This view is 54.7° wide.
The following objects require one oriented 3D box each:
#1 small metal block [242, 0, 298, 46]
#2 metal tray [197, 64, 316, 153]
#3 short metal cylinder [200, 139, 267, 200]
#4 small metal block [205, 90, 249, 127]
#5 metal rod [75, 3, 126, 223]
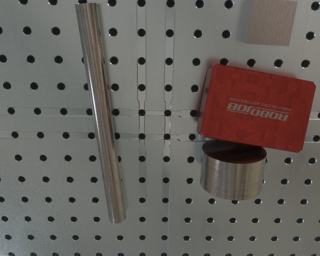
[{"bbox_3d":[0.129,-0.126,0.369,0.050,0.025,0.050,3,110,-2],"label":"small metal block"},{"bbox_3d":[0.119,-0.024,0.391,0.131,0.030,0.089,10,94,-4],"label":"metal tray"},{"bbox_3d":[0.094,0.051,0.404,0.081,0.080,0.050,0,111,-1],"label":"short metal cylinder"},{"bbox_3d":[0.087,-0.024,0.406,0.050,0.025,0.050,11,110,-5],"label":"small metal block"},{"bbox_3d":[-0.074,-0.005,0.410,0.025,0.025,0.298,-4,110,1],"label":"metal rod"}]
